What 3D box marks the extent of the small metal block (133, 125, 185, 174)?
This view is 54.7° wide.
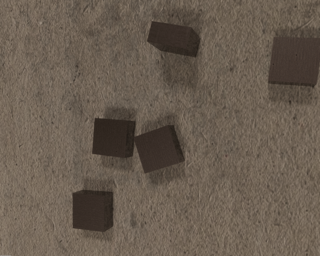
[{"bbox_3d":[-0.001,0.028,0.409,0.050,0.025,0.050,-20,84,18],"label":"small metal block"}]

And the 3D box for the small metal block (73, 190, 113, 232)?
[{"bbox_3d":[-0.096,0.117,0.441,0.050,0.025,0.050,0,90,19],"label":"small metal block"}]

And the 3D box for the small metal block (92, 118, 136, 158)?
[{"bbox_3d":[-0.064,0.013,0.430,0.050,0.025,0.050,5,92,19],"label":"small metal block"}]

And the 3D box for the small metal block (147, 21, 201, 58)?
[{"bbox_3d":[0.019,-0.110,0.388,0.050,0.050,0.025,15,95,19],"label":"small metal block"}]

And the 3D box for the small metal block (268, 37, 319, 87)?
[{"bbox_3d":[0.154,-0.076,0.355,0.050,0.025,0.050,7,92,19],"label":"small metal block"}]
